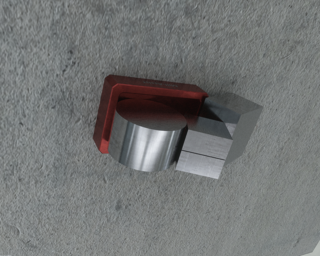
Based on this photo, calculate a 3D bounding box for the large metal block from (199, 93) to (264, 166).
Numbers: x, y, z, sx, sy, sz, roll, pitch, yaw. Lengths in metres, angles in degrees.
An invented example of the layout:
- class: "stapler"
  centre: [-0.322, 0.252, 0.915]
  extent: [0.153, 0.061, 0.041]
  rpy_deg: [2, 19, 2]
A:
- class: "large metal block"
  centre: [0.090, 0.001, 0.423]
  extent: [0.081, 0.050, 0.079]
  rpy_deg: [-16, 130, -52]

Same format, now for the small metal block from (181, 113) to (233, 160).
- class: "small metal block"
  centre: [0.051, 0.009, 0.358]
  extent: [0.050, 0.050, 0.025]
  rpy_deg: [13, 113, -6]

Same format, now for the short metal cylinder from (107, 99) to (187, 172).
- class: "short metal cylinder"
  centre: [-0.015, 0.006, 0.351]
  extent: [0.081, 0.080, 0.050]
  rpy_deg: [1, 118, -29]

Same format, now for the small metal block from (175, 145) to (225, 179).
- class: "small metal block"
  centre: [0.045, 0.031, 0.368]
  extent: [0.050, 0.050, 0.025]
  rpy_deg: [13, 113, -6]

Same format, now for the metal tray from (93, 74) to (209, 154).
- class: "metal tray"
  centre: [-0.011, -0.014, 0.391]
  extent: [0.131, 0.030, 0.089]
  rpy_deg: [2, 118, -30]
